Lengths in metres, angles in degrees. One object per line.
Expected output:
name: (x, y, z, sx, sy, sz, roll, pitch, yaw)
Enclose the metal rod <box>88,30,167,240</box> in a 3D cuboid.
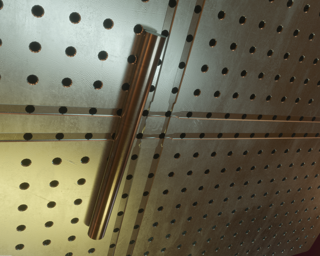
metal rod: (-0.050, 0.026, 0.401, 0.025, 0.025, 0.298, 5, 116, -31)
